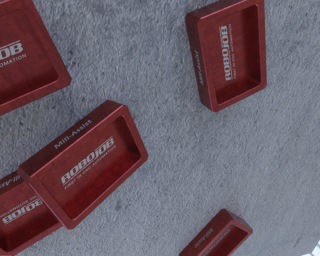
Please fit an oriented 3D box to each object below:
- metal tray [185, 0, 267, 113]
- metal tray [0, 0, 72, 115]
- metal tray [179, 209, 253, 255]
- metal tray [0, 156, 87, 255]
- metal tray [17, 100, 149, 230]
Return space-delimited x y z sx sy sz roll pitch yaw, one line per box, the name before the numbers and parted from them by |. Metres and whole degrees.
metal tray | 0.088 -0.093 0.393 0.091 0.030 0.129 -26 128 -12
metal tray | -0.161 -0.056 0.280 0.131 0.030 0.090 -27 128 -12
metal tray | 0.110 0.224 0.602 0.130 0.030 0.090 -49 129 6
metal tray | -0.156 0.093 0.375 0.131 0.030 0.090 -30 129 -9
metal tray | -0.079 0.040 0.355 0.131 0.030 0.090 -42 132 -27
